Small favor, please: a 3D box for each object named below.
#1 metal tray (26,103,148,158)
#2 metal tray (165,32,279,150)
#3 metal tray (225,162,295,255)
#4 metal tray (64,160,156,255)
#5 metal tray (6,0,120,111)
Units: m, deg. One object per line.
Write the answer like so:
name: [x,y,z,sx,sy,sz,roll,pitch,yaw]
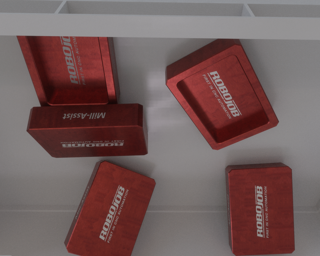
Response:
metal tray: [-0.083,0.006,0.388,0.131,0.030,0.090,-2,154,1]
metal tray: [0.077,-0.037,0.374,0.090,0.030,0.130,-26,126,20]
metal tray: [0.148,0.120,0.463,0.091,0.030,0.129,-4,94,2]
metal tray: [-0.070,0.122,0.450,0.090,0.130,0.030,24,165,-19]
metal tray: [-0.096,-0.079,0.337,0.091,0.030,0.129,-1,130,1]
